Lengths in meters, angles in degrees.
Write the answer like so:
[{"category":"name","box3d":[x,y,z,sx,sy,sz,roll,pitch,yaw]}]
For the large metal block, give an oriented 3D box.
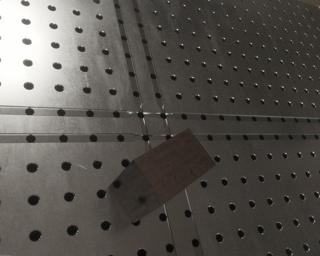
[{"category":"large metal block","box3d":[0.001,0.053,0.342,0.081,0.080,0.050,-28,78,-38]}]
